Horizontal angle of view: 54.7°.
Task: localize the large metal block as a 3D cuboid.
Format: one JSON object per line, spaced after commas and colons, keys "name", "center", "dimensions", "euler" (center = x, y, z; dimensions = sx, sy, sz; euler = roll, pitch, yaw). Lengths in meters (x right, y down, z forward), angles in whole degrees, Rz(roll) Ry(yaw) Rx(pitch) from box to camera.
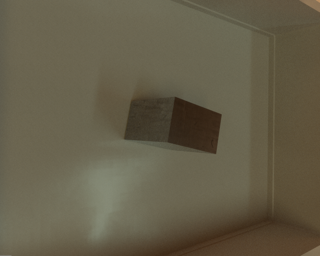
{"name": "large metal block", "center": [0.016, -0.001, 0.383], "dimensions": [0.081, 0.080, 0.050], "euler": [16, 80, -39]}
